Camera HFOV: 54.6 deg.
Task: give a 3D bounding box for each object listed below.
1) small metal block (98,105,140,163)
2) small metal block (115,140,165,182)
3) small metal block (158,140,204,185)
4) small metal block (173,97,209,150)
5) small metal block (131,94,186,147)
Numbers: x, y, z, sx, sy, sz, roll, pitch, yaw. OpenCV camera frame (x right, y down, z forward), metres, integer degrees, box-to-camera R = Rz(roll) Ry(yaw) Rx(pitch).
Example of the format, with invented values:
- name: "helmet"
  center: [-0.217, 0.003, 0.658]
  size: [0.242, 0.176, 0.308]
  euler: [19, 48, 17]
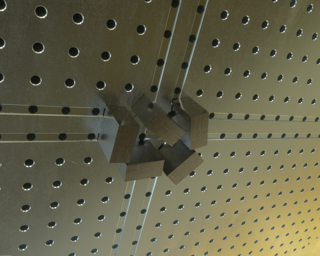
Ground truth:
- name: "small metal block"
  center: [-0.051, 0.007, 0.371]
  size: [0.025, 0.050, 0.050]
  euler: [4, 117, -30]
- name: "small metal block"
  center: [-0.029, 0.041, 0.404]
  size: [0.050, 0.050, 0.025]
  euler: [-5, 121, -26]
- name: "small metal block"
  center: [0.024, 0.043, 0.433]
  size: [0.050, 0.050, 0.025]
  euler: [-41, 128, -1]
- name: "small metal block"
  center: [0.040, -0.007, 0.411]
  size: [0.025, 0.050, 0.050]
  euler: [-15, 124, -20]
- name: "small metal block"
  center: [-0.002, -0.010, 0.387]
  size: [0.025, 0.050, 0.050]
  euler: [-47, 130, 6]
